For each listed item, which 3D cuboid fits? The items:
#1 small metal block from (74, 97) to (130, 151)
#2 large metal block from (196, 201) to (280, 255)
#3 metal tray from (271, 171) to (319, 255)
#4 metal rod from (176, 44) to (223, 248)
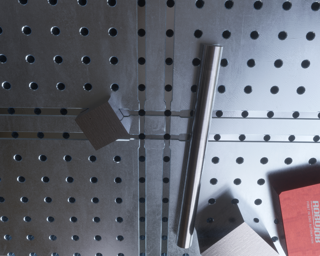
[{"bbox_3d":[-0.075,-0.006,0.410,0.050,0.025,0.050,-28,108,9],"label":"small metal block"},{"bbox_3d":[0.114,0.172,0.465,0.080,0.050,0.080,-42,105,13],"label":"large metal block"},{"bbox_3d":[0.224,0.132,0.463,0.090,0.030,0.129,-14,110,4],"label":"metal tray"},{"bbox_3d":[0.050,0.039,0.428,0.025,0.025,0.298,5,110,-2],"label":"metal rod"}]
